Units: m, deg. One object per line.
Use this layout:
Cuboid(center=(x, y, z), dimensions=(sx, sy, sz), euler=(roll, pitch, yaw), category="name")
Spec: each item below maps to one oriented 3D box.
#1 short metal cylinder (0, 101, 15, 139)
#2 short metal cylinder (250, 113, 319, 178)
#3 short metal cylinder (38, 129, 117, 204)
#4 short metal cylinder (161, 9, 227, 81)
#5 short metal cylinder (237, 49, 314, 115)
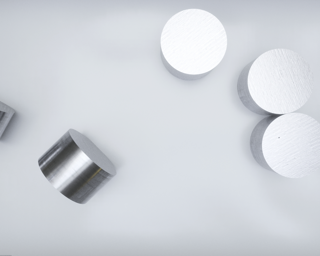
Cuboid(center=(-0.231, -0.016, 0.381), dimensions=(0.080, 0.080, 0.050), euler=(29, 90, -1), category="short metal cylinder")
Cuboid(center=(0.164, 0.021, 0.401), dimensions=(0.081, 0.050, 0.079), euler=(0, 90, -1), category="short metal cylinder")
Cuboid(center=(-0.100, 0.047, 0.383), dimensions=(0.050, 0.080, 0.080), euler=(-44, 91, 0), category="short metal cylinder")
Cuboid(center=(0.041, -0.105, 0.399), dimensions=(0.081, 0.050, 0.079), euler=(0, 90, -1), category="short metal cylinder")
Cuboid(center=(0.147, -0.057, 0.401), dimensions=(0.081, 0.050, 0.079), euler=(0, 90, -1), category="short metal cylinder")
